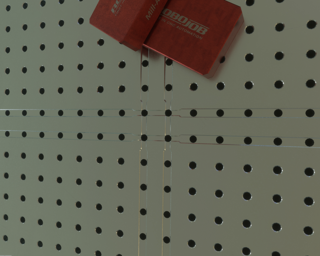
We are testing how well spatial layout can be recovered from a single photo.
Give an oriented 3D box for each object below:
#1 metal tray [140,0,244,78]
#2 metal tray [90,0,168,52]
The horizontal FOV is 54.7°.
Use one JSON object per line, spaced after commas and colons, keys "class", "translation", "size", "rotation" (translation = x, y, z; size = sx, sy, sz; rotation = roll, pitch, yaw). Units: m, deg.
{"class": "metal tray", "translation": [0.028, -0.133, 0.399], "size": [0.130, 0.030, 0.090], "rotation": [31, 100, 17]}
{"class": "metal tray", "translation": [-0.031, -0.176, 0.403], "size": [0.090, 0.030, 0.129], "rotation": [40, 103, 38]}
